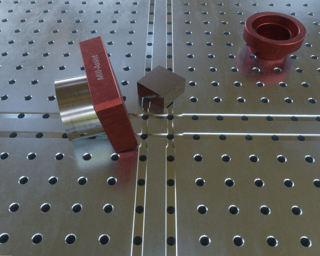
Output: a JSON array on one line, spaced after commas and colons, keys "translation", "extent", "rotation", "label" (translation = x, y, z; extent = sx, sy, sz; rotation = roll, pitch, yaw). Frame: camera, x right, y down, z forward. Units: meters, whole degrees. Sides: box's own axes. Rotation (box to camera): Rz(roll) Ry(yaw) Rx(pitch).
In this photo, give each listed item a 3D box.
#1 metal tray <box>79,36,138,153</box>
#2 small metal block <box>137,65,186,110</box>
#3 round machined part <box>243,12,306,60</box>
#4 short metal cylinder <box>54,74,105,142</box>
[{"translation": [-0.066, -0.044, 0.398], "extent": [0.030, 0.090, 0.130], "rotation": [-19, 51, -4], "label": "metal tray"}, {"translation": [0.002, -0.061, 0.459], "extent": [0.050, 0.025, 0.050], "rotation": [32, 57, 24], "label": "small metal block"}, {"translation": [0.190, -0.153, 0.527], "extent": [0.099, 0.042, 0.098], "rotation": [0, 50, 0], "label": "round machined part"}, {"translation": [-0.098, -0.027, 0.394], "extent": [0.050, 0.080, 0.080], "rotation": [-13, 51, -11], "label": "short metal cylinder"}]
